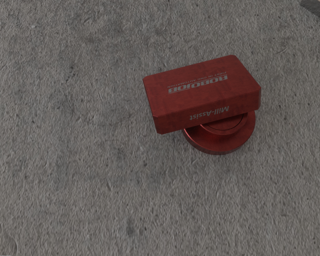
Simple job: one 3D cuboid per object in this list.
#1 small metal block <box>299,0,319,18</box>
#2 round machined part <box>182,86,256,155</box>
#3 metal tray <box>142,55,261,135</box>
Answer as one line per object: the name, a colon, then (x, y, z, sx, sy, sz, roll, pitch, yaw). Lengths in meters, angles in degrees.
small metal block: (0.258, -0.203, 0.484, 0.050, 0.025, 0.050, 40, 75, 13)
round machined part: (0.076, -0.017, 0.406, 0.099, 0.042, 0.098, 0, 70, 0)
metal tray: (0.050, -0.046, 0.397, 0.131, 0.030, 0.090, -15, 42, -2)
